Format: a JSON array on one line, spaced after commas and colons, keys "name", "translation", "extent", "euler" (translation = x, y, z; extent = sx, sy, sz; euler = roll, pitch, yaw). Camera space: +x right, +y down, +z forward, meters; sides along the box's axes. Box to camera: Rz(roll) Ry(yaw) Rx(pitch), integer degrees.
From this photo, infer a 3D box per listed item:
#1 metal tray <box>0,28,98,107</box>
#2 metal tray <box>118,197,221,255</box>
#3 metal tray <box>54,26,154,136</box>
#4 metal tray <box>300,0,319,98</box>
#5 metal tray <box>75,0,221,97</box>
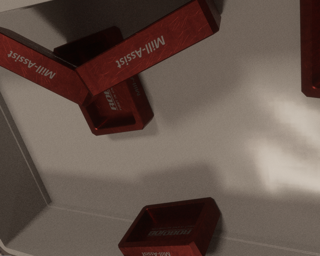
[{"name": "metal tray", "translation": [-0.131, -0.071, 0.350], "extent": [0.131, 0.090, 0.030], "euler": [27, 98, -9]}, {"name": "metal tray", "translation": [0.013, 0.147, 0.449], "extent": [0.130, 0.090, 0.030], "euler": [-17, 110, 34]}, {"name": "metal tray", "translation": [-0.073, -0.056, 0.407], "extent": [0.090, 0.030, 0.129], "euler": [-8, 115, 31]}, {"name": "metal tray", "translation": [0.163, -0.085, 0.246], "extent": [0.090, 0.030, 0.129], "euler": [16, 128, 45]}, {"name": "metal tray", "translation": [-0.008, -0.083, 0.299], "extent": [0.130, 0.090, 0.030], "euler": [-23, 109, 21]}]
